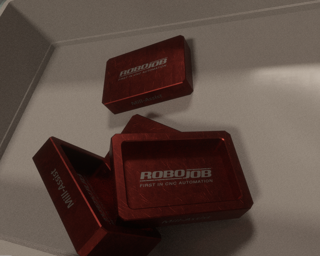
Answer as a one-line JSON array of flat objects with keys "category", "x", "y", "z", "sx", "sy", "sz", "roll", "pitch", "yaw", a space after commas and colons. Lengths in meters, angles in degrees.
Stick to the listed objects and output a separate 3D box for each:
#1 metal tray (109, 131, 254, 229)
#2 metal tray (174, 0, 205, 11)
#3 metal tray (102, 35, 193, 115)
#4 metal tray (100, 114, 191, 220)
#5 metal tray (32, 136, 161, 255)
[{"category": "metal tray", "x": 0.018, "y": 0.049, "z": 0.315, "sx": 0.131, "sy": 0.030, "sz": 0.090, "roll": -1, "pitch": 56, "yaw": -15}, {"category": "metal tray", "x": 0.010, "y": -0.250, "z": 0.510, "sx": 0.030, "sy": 0.090, "sz": 0.130, "roll": -50, "pitch": 51, "yaw": 8}, {"category": "metal tray", "x": -0.019, "y": -0.078, "z": 0.459, "sx": 0.130, "sy": 0.030, "sz": 0.090, "roll": -13, "pitch": 56, "yaw": 20}, {"category": "metal tray", "x": -0.028, "y": 0.054, "z": 0.383, "sx": 0.090, "sy": 0.030, "sz": 0.130, "roll": 23, "pitch": 73, "yaw": 36}, {"category": "metal tray", "x": -0.065, "y": 0.069, "z": 0.312, "sx": 0.030, "sy": 0.090, "sz": 0.130, "roll": -49, "pitch": 51, "yaw": 6}]
